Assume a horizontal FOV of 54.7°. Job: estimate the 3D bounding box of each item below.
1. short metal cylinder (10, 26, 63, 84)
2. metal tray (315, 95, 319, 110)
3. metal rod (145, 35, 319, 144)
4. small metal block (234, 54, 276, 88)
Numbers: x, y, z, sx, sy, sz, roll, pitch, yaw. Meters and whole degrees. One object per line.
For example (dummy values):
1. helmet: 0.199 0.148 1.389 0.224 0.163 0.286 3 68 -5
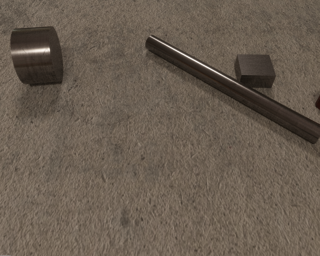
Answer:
1. short metal cylinder: -0.177 -0.106 0.454 0.050 0.080 0.080 -6 50 -5
2. metal tray: 0.294 -0.016 0.418 0.091 0.030 0.130 -23 54 -19
3. metal rod: 0.095 -0.068 0.461 0.300 0.025 0.025 35 58 25
4. small metal block: 0.146 -0.088 0.480 0.050 0.025 0.050 1 50 1
